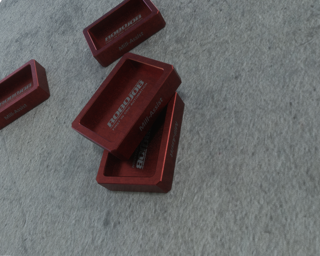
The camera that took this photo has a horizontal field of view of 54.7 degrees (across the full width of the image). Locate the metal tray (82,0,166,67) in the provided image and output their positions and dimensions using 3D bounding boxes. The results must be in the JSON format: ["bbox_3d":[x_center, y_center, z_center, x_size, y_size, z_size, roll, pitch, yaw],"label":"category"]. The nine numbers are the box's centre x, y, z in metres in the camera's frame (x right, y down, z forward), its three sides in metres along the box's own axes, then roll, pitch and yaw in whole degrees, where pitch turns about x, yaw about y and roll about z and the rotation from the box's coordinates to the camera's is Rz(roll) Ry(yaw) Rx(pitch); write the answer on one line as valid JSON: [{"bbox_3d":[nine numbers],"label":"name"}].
[{"bbox_3d":[-0.065,-0.175,0.539,0.130,0.030,0.090,-33,52,6],"label":"metal tray"}]

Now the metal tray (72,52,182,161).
[{"bbox_3d":[-0.044,-0.032,0.402,0.090,0.030,0.130,25,75,36],"label":"metal tray"}]

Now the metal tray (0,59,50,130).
[{"bbox_3d":[-0.272,-0.061,0.577,0.130,0.030,0.090,-31,52,7],"label":"metal tray"}]

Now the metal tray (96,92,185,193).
[{"bbox_3d":[-0.023,0.016,0.401,0.090,0.030,0.130,-3,60,26],"label":"metal tray"}]
